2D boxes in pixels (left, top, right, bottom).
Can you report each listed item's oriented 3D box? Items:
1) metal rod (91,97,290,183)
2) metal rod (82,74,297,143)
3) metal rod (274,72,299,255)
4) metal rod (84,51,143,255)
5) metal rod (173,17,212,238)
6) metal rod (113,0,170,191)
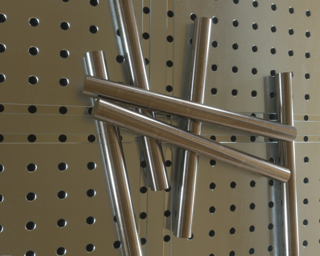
[{"bbox_3d":[0.057,0.024,0.406,0.302,0.025,0.025,20,84,-24],"label":"metal rod"},{"bbox_3d":[0.053,-0.020,0.403,0.302,0.025,0.025,12,86,-20],"label":"metal rod"},{"bbox_3d":[0.199,0.064,0.485,0.025,0.025,0.298,-3,91,-20],"label":"metal rod"},{"bbox_3d":[-0.054,0.054,0.392,0.025,0.025,0.298,-12,94,-20],"label":"metal rod"},{"bbox_3d":[0.045,-0.002,0.428,0.025,0.025,0.299,6,88,-20],"label":"metal rod"},{"bbox_3d":[-0.028,-0.066,0.401,0.025,0.025,0.298,-13,94,-20],"label":"metal rod"}]
